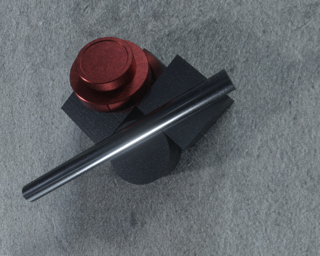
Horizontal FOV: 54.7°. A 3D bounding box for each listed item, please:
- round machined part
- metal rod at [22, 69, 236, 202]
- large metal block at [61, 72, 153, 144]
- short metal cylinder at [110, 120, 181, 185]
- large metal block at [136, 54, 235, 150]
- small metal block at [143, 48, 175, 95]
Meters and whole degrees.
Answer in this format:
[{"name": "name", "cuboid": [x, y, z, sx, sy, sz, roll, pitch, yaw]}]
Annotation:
[{"name": "round machined part", "cuboid": [-0.062, -0.071, 0.375, 0.099, 0.042, 0.098, -3, 64, 6]}, {"name": "metal rod", "cuboid": [-0.050, 0.018, 0.374, 0.300, 0.025, 0.025, -29, 81, 17]}, {"name": "large metal block", "cuboid": [-0.071, -0.029, 0.420, 0.080, 0.050, 0.080, 44, 103, 14]}, {"name": "short metal cylinder", "cuboid": [-0.018, 0.029, 0.402, 0.080, 0.050, 0.079, 0, 90, 19]}, {"name": "large metal block", "cuboid": [0.032, -0.031, 0.385, 0.080, 0.050, 0.080, 43, 103, 14]}, {"name": "small metal block", "cuboid": [-0.015, -0.069, 0.414, 0.050, 0.025, 0.050, 44, 103, 14]}]
